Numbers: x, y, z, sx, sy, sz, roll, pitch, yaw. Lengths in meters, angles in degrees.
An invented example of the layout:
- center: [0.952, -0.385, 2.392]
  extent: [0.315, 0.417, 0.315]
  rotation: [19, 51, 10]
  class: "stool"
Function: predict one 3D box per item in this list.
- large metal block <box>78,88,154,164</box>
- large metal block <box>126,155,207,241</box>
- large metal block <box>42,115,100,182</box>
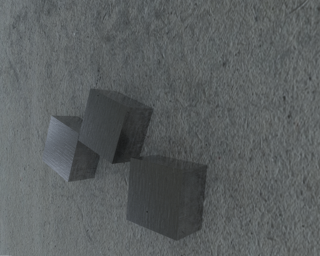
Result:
- center: [-0.065, -0.004, 0.442]
  extent: [0.080, 0.050, 0.079]
  rotation: [27, 107, 36]
  class: "large metal block"
- center: [0.007, 0.081, 0.383]
  extent: [0.080, 0.050, 0.079]
  rotation: [8, 95, 39]
  class: "large metal block"
- center: [-0.142, 0.031, 0.506]
  extent: [0.080, 0.050, 0.079]
  rotation: [27, 107, 37]
  class: "large metal block"
